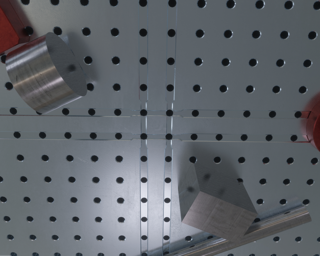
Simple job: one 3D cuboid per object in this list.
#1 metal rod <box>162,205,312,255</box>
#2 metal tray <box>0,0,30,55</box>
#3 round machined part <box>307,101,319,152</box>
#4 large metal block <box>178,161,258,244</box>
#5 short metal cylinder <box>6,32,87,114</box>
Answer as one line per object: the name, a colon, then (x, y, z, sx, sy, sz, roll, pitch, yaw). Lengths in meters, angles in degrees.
metal rod: (0.082, 0.185, 0.482, 0.301, 0.025, 0.025, -23, 109, 8)
metal tray: (-0.237, -0.116, 0.366, 0.130, 0.030, 0.090, -23, 109, 8)
round machined part: (0.251, 0.000, 0.407, 0.099, 0.042, 0.097, 0, 110, 0)
large metal block: (0.074, 0.098, 0.421, 0.080, 0.080, 0.050, 23, 108, -9)
short metal cylinder: (-0.128, -0.063, 0.360, 0.050, 0.080, 0.080, -24, 109, 8)
